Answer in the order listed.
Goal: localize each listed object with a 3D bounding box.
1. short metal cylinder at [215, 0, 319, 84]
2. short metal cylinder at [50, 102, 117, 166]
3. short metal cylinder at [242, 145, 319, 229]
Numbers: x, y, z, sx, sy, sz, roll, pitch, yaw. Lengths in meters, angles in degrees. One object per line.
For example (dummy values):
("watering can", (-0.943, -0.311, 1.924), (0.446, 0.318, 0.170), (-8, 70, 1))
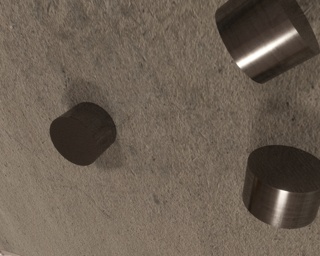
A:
("short metal cylinder", (0.093, -0.086, 0.269), (0.050, 0.080, 0.080), (-30, 102, 37))
("short metal cylinder", (-0.111, 0.008, 0.452), (0.080, 0.050, 0.079), (13, 124, 20))
("short metal cylinder", (0.134, 0.062, 0.338), (0.080, 0.080, 0.050), (12, 124, 21))
